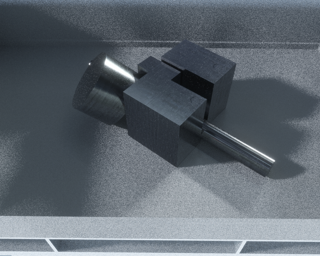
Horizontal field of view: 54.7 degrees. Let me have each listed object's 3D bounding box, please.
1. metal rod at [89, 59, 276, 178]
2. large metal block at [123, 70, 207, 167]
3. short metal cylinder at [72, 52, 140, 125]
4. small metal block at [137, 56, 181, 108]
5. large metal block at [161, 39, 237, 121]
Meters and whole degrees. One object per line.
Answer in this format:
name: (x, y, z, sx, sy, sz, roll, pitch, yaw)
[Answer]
metal rod: (0.014, -0.025, 0.425, 0.300, 0.025, 0.025, 32, 57, 23)
large metal block: (0.005, -0.011, 0.378, 0.080, 0.080, 0.050, 32, 57, 23)
short metal cylinder: (-0.071, -0.050, 0.401, 0.050, 0.080, 0.080, 29, 43, -29)
small metal block: (-0.001, -0.059, 0.407, 0.050, 0.050, 0.025, 33, 58, 24)
large metal block: (0.049, -0.061, 0.420, 0.080, 0.080, 0.050, 33, 57, 24)
